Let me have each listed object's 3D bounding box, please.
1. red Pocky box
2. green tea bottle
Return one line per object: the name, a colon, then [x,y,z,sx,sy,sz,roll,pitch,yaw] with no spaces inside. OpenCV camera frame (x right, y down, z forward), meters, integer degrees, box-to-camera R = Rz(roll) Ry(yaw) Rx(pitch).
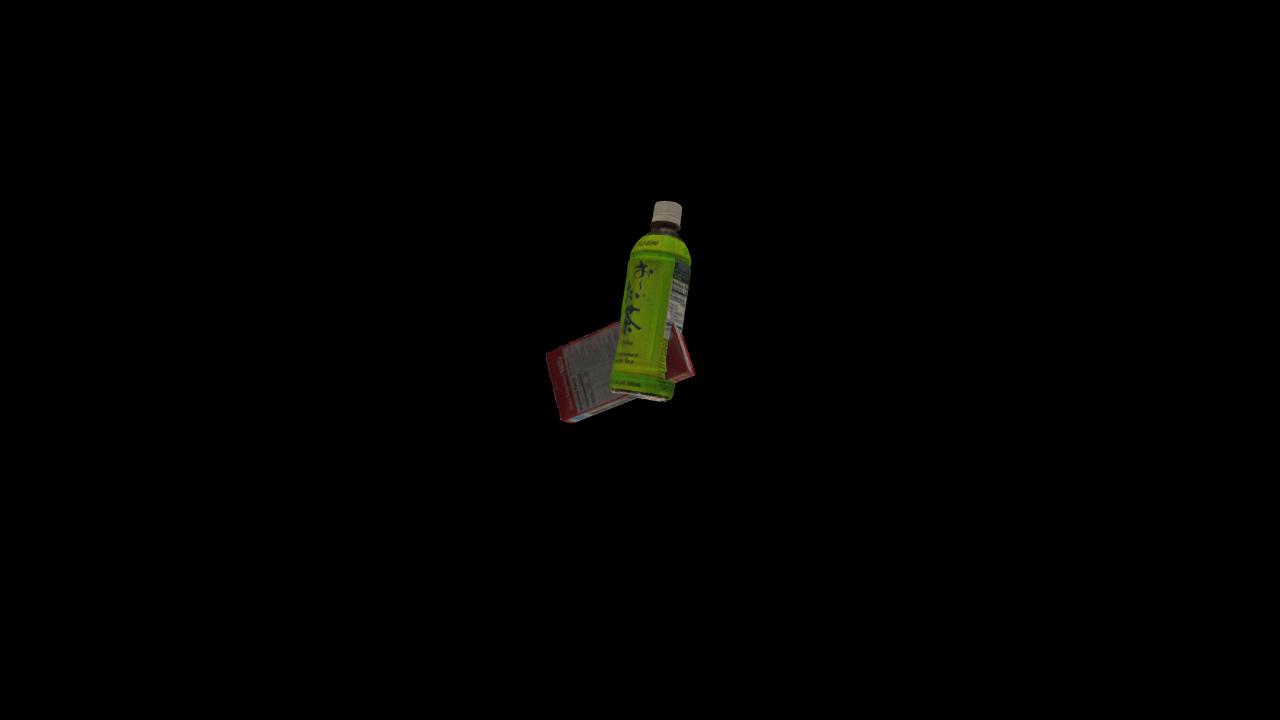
red Pocky box: [-0.024,0.004,0.658,0.155,0.083,0.028,-22,-17,19]
green tea bottle: [0.017,-0.064,0.655,0.073,0.212,0.073,10,-7,1]
